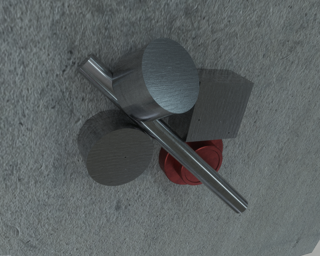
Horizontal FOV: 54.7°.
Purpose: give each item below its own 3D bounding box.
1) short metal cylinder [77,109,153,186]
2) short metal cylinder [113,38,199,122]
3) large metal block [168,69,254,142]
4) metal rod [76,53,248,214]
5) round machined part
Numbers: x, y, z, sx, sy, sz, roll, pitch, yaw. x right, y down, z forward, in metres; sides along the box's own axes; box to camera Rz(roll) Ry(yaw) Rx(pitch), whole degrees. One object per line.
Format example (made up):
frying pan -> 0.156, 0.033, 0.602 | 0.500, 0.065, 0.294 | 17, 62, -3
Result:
short metal cylinder -> -0.055, 0.023, 0.378 | 0.081, 0.050, 0.079 | -14, 124, -21
short metal cylinder -> -0.003, -0.050, 0.335 | 0.081, 0.050, 0.080 | 11, 74, -40
large metal block -> 0.064, -0.031, 0.406 | 0.081, 0.050, 0.079 | -3, 120, -27
metal rod -> 0.020, 0.023, 0.389 | 0.025, 0.025, 0.300 | -45, 116, 3
round machined part -> 0.051, 0.045, 0.452 | 0.099, 0.042, 0.097 | -14, 124, -21
